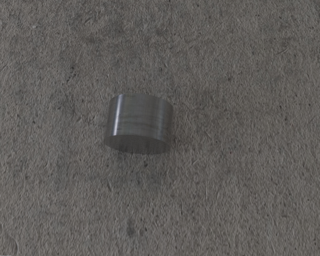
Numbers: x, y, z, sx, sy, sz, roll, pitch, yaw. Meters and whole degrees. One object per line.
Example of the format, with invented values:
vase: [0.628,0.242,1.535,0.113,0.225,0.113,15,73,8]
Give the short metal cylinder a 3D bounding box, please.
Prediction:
short metal cylinder: [-0.025,-0.002,0.380,0.080,0.080,0.050,5,70,2]
